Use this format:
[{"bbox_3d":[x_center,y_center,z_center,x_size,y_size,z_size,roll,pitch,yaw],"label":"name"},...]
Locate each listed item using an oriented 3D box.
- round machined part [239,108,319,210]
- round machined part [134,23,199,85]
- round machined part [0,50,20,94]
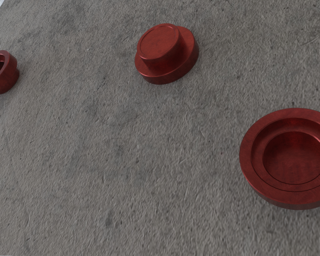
[{"bbox_3d":[0.132,0.032,0.304,0.098,0.042,0.098,-13,56,21],"label":"round machined part"},{"bbox_3d":[0.005,-0.117,0.462,0.098,0.042,0.098,-13,56,21],"label":"round machined part"},{"bbox_3d":[-0.330,-0.108,0.633,0.098,0.042,0.098,-13,56,21],"label":"round machined part"}]
